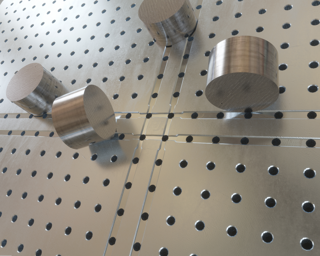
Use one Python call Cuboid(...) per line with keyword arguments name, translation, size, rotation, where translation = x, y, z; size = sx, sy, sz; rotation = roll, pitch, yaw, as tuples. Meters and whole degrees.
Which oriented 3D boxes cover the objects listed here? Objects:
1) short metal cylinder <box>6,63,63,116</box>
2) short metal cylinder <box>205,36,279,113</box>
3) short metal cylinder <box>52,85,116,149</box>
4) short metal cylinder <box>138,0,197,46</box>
Cuboid(name="short metal cylinder", translation=(-0.221, -0.068, 0.547), size=(0.080, 0.050, 0.080), rotation=(-13, 56, 21))
Cuboid(name="short metal cylinder", translation=(0.095, -0.060, 0.359), size=(0.080, 0.080, 0.050), rotation=(-4, 60, 26))
Cuboid(name="short metal cylinder", translation=(-0.104, -0.015, 0.435), size=(0.050, 0.080, 0.080), rotation=(-18, 55, 18))
Cuboid(name="short metal cylinder", translation=(0.013, -0.179, 0.494), size=(0.080, 0.050, 0.080), rotation=(-13, 56, 20))
